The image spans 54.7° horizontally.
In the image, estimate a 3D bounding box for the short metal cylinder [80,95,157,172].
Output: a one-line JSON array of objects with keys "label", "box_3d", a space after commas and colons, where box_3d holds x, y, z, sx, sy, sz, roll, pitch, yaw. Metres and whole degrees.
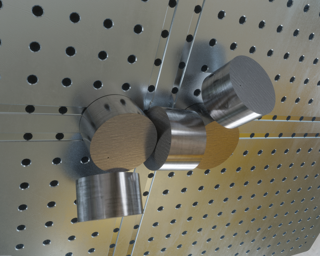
[{"label": "short metal cylinder", "box_3d": [-0.050, 0.007, 0.372, 0.081, 0.050, 0.079, -14, 125, -21]}]

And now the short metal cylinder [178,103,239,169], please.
[{"label": "short metal cylinder", "box_3d": [0.064, 0.011, 0.438, 0.081, 0.050, 0.079, -14, 125, -21]}]

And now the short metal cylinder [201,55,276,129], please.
[{"label": "short metal cylinder", "box_3d": [0.100, -0.045, 0.396, 0.081, 0.080, 0.050, 9, 156, -33]}]

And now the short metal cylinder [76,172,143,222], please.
[{"label": "short metal cylinder", "box_3d": [-0.063, 0.088, 0.389, 0.081, 0.050, 0.080, -7, 164, -2]}]

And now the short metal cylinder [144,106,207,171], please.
[{"label": "short metal cylinder", "box_3d": [0.014, 0.014, 0.393, 0.050, 0.080, 0.079, 5, 116, -31]}]
